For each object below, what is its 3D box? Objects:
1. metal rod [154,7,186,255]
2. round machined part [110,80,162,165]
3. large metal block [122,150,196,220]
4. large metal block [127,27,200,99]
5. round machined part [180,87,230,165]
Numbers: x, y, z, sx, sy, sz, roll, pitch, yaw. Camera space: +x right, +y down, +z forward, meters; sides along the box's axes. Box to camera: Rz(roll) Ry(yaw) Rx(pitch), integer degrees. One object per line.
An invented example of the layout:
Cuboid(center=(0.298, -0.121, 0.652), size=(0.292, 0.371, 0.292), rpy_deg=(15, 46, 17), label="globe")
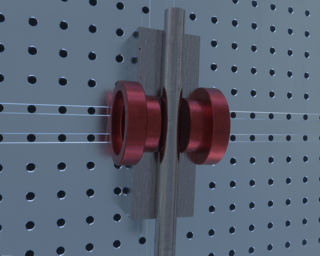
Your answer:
Cuboid(center=(0.011, 0.011, 0.363), size=(0.025, 0.025, 0.298), rpy_deg=(3, 89, -20), label="metal rod")
Cuboid(center=(-0.029, -0.005, 0.362), size=(0.042, 0.098, 0.097), rpy_deg=(2, 90, -20), label="round machined part")
Cuboid(center=(-0.002, 0.069, 0.398), size=(0.081, 0.050, 0.080), rpy_deg=(3, 89, -20), label="large metal block")
Cuboid(center=(0.003, -0.078, 0.400), size=(0.081, 0.050, 0.080), rpy_deg=(2, 89, -20), label="large metal block")
Cuboid(center=(0.047, -0.002, 0.391), size=(0.042, 0.098, 0.097), rpy_deg=(2, 90, -15), label="round machined part")
